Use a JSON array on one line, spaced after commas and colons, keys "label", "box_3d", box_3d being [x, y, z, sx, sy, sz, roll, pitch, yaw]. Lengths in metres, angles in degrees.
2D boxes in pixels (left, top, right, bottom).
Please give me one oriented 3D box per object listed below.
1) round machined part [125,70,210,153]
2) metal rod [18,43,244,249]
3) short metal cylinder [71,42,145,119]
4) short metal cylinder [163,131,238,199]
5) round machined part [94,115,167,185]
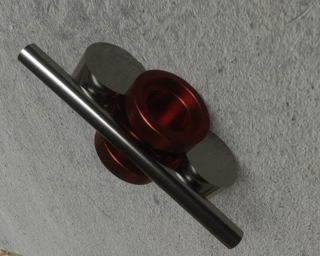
[{"label": "round machined part", "box_3d": [0.005, -0.014, 0.349, 0.098, 0.098, 0.042, 43, 133, -2]}, {"label": "metal rod", "box_3d": [-0.029, 0.021, 0.332, 0.300, 0.025, 0.025, 42, 129, -2]}, {"label": "short metal cylinder", "box_3d": [-0.061, -0.055, 0.369, 0.080, 0.080, 0.050, 43, 129, -2]}, {"label": "short metal cylinder", "box_3d": [0.046, 0.046, 0.375, 0.080, 0.080, 0.050, 43, 129, -2]}, {"label": "round machined part", "box_3d": [-0.027, 0.017, 0.383, 0.098, 0.098, 0.042, 43, 125, -2]}]
